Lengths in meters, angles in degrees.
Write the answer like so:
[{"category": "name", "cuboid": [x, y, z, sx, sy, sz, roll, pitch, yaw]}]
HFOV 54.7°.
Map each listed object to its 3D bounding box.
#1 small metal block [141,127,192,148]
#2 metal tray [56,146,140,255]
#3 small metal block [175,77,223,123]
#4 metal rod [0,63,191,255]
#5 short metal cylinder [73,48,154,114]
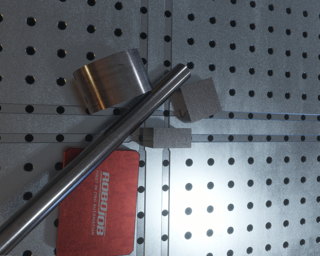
[{"category": "small metal block", "cuboid": [0.007, 0.012, 0.403, 0.050, 0.050, 0.025, 1, 90, -20]}, {"category": "metal tray", "cuboid": [-0.076, 0.090, 0.383, 0.091, 0.030, 0.129, 4, 89, -20]}, {"category": "small metal block", "cuboid": [0.053, -0.039, 0.433, 0.050, 0.025, 0.050, -21, 97, -19]}, {"category": "metal rod", "cuboid": [-0.065, 0.021, 0.357, 0.301, 0.025, 0.025, -45, 105, -24]}, {"category": "short metal cylinder", "cuboid": [-0.054, -0.055, 0.364, 0.081, 0.080, 0.050, -25, 99, -19]}]
